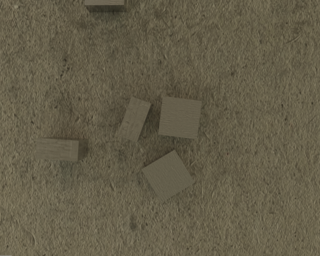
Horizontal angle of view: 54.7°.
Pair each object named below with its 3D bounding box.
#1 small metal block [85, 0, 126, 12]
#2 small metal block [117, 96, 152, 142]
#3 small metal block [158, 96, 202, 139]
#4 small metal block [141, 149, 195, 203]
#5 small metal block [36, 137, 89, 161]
[{"bbox_3d":[-0.072,-0.182,0.409,0.050,0.025,0.050,-1,90,0],"label":"small metal block"},{"bbox_3d":[-0.031,-0.011,0.397,0.025,0.050,0.050,20,90,0],"label":"small metal block"},{"bbox_3d":[0.026,-0.013,0.410,0.050,0.025,0.050,7,90,0],"label":"small metal block"},{"bbox_3d":[0.011,0.062,0.410,0.050,0.025,0.050,-31,90,0],"label":"small metal block"},{"bbox_3d":[-0.123,0.026,0.396,0.050,0.050,0.025,4,90,0],"label":"small metal block"}]
